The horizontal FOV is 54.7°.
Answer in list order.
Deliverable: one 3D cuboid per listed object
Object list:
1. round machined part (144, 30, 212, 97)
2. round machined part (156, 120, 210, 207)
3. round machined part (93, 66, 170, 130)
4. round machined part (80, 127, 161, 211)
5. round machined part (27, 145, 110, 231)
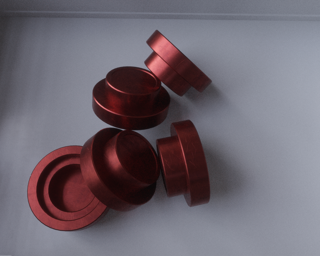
[{"bbox_3d":[0.018,-0.079,0.406,0.098,0.098,0.042,46,103,15],"label":"round machined part"},{"bbox_3d":[0.022,0.042,0.355,0.042,0.098,0.098,-11,71,-5],"label":"round machined part"},{"bbox_3d":[-0.035,-0.044,0.392,0.099,0.042,0.098,7,38,-6],"label":"round machined part"},{"bbox_3d":[-0.038,0.041,0.354,0.042,0.099,0.098,-35,69,29],"label":"round machined part"},{"bbox_3d":[-0.102,0.073,0.373,0.099,0.042,0.098,0,70,0],"label":"round machined part"}]
